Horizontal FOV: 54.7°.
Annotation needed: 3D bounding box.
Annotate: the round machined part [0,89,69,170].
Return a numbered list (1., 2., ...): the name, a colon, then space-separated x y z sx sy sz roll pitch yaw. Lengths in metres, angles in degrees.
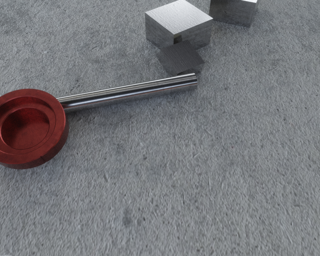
1. round machined part: -0.161 0.004 0.378 0.099 0.042 0.098 1 64 -2

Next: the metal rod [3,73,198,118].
1. metal rod: -0.094 -0.040 0.435 0.302 0.025 0.025 -12 51 -10

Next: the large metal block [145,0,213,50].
1. large metal block: 0.031 -0.170 0.530 0.081 0.050 0.080 -29 56 -22

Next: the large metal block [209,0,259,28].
1. large metal block: 0.145 -0.242 0.591 0.080 0.050 0.080 17 52 14

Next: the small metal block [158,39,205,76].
1. small metal block: 0.033 -0.104 0.483 0.050 0.025 0.050 -25 70 -20
